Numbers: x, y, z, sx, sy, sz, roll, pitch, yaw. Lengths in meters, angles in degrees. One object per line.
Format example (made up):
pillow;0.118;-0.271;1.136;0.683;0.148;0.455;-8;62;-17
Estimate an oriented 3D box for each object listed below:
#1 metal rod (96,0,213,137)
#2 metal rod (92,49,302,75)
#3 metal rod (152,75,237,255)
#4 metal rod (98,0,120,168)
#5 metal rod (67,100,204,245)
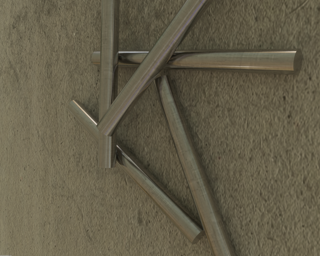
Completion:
metal rod;0.017;-0.109;0.362;0.299;0.025;0.025;-51;60;17
metal rod;0.018;-0.086;0.390;0.300;0.025;0.025;11;97;39
metal rod;0.049;0.074;0.364;0.025;0.025;0.299;-30;71;36
metal rod;-0.070;-0.095;0.429;0.025;0.025;0.298;2;91;40
metal rod;-0.049;0.046;0.445;0.300;0.025;0.025;41;115;32
